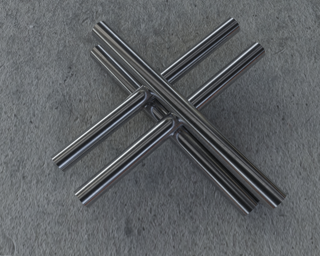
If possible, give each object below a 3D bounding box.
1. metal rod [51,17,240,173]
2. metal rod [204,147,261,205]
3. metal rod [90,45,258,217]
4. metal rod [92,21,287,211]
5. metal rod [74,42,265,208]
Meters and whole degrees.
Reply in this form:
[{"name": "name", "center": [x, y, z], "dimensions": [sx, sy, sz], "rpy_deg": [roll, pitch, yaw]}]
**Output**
[{"name": "metal rod", "center": [-0.009, -0.051, 0.401], "dimensions": [0.301, 0.025, 0.025], "rpy_deg": [-40, 75, -14]}, {"name": "metal rod", "center": [0.030, -0.019, 0.417], "dimensions": [0.025, 0.025, 0.300], "rpy_deg": [-40, 75, -13]}, {"name": "metal rod", "center": [0.009, -0.006, 0.411], "dimensions": [0.025, 0.025, 0.300], "rpy_deg": [-40, 75, -13]}, {"name": "metal rod", "center": [0.023, -0.025, 0.365], "dimensions": [0.025, 0.025, 0.300], "rpy_deg": [-41, 75, -14]}, {"name": "metal rod", "center": [0.022, -0.013, 0.388], "dimensions": [0.301, 0.025, 0.025], "rpy_deg": [-40, 75, -14]}]
